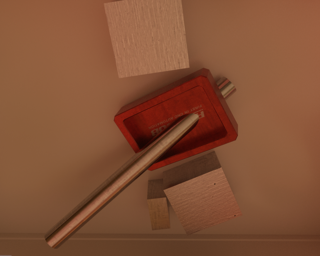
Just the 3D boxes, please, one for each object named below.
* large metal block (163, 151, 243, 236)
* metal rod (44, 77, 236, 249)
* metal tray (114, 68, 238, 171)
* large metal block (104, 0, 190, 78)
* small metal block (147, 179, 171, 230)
[{"bbox_3d":[0.058,0.090,0.432,0.080,0.050,0.080,-23,109,8],"label":"large metal block"},{"bbox_3d":[-0.024,0.043,0.393,0.300,0.025,0.025,-41,106,0],"label":"metal rod"},{"bbox_3d":[0.020,-0.007,0.389,0.130,0.030,0.090,-23,110,23],"label":"metal tray"},{"bbox_3d":[-0.013,-0.107,0.358,0.080,0.050,0.079,-8,110,2],"label":"large metal block"},{"bbox_3d":[-0.001,0.107,0.437,0.025,0.050,0.050,-7,110,2],"label":"small metal block"}]
